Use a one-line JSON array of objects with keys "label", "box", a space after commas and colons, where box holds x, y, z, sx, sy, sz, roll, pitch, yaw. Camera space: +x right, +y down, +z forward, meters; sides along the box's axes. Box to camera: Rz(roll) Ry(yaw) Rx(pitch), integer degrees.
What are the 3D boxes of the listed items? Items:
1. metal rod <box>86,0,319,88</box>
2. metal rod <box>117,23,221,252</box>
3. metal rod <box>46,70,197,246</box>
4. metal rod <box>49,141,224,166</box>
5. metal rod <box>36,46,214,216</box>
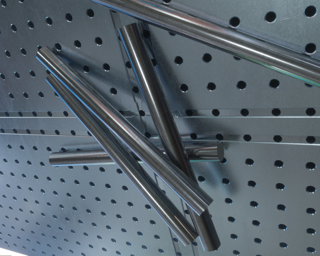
[{"label": "metal rod", "box": [0.026, -0.110, 0.328, 0.301, 0.025, 0.025, 24, 127, 12]}, {"label": "metal rod", "box": [0.016, 0.020, 0.385, 0.025, 0.025, 0.298, -14, 103, 33]}, {"label": "metal rod", "box": [-0.055, 0.038, 0.431, 0.300, 0.025, 0.025, 49, 129, 5]}, {"label": "metal rod", "box": [-0.053, 0.042, 0.463, 0.300, 0.025, 0.025, -6, 116, 30]}, {"label": "metal rod", "box": [-0.054, -0.006, 0.393, 0.300, 0.025, 0.025, 42, 130, 15]}]
